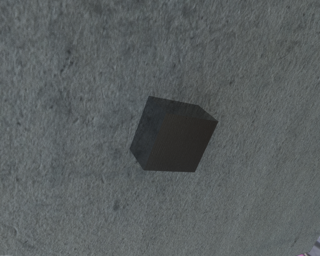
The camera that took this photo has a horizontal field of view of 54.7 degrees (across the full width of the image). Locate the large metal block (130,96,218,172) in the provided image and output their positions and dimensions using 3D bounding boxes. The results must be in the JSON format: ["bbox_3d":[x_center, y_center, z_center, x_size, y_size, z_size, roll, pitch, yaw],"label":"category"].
[{"bbox_3d":[0.017,0.010,0.408,0.081,0.050,0.079,8,115,-32],"label":"large metal block"}]
